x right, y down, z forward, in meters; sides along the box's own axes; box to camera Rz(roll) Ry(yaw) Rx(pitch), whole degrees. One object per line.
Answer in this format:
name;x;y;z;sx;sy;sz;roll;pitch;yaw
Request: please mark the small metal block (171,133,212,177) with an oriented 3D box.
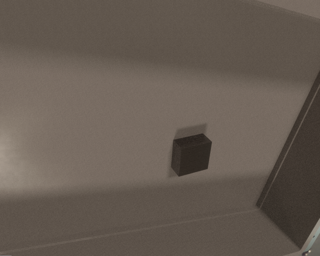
small metal block;0.046;0.040;0.461;0.050;0.025;0.050;-11;123;-23
